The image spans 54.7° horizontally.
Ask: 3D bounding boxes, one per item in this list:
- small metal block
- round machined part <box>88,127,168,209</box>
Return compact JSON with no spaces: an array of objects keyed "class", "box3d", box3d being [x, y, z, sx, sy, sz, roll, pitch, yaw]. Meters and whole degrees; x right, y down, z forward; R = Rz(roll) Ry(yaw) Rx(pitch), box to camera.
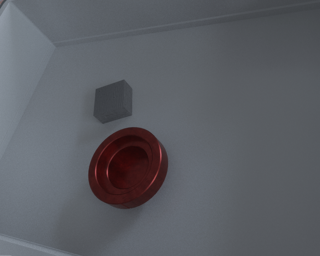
[{"class":"small metal block","box3d":[-0.070,-0.039,0.465,0.050,0.025,0.050,-15,56,19]},{"class":"round machined part","box3d":[-0.035,0.051,0.380,0.098,0.042,0.098,-13,56,20]}]
